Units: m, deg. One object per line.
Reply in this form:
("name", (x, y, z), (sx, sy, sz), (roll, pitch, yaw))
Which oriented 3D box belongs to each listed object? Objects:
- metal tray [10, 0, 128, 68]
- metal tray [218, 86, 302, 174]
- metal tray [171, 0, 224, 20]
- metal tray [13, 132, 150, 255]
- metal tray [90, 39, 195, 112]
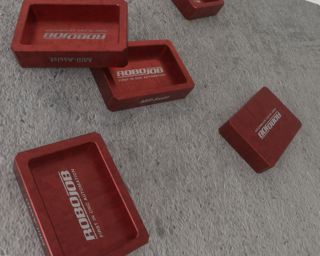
("metal tray", (-0.106, -0.119, 0.385), (0.131, 0.030, 0.090), (-1, 60, -4))
("metal tray", (0.161, -0.001, 0.488), (0.090, 0.030, 0.131), (48, 51, 5))
("metal tray", (0.053, -0.270, 0.592), (0.091, 0.030, 0.130), (-25, 75, -37))
("metal tray", (-0.079, 0.075, 0.311), (0.091, 0.030, 0.130), (-17, 71, -35))
("metal tray", (-0.025, -0.078, 0.433), (0.131, 0.030, 0.090), (-14, 69, -34))
